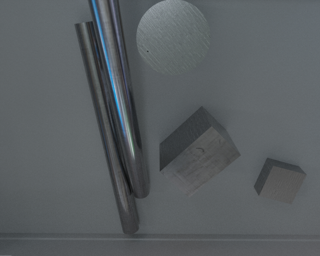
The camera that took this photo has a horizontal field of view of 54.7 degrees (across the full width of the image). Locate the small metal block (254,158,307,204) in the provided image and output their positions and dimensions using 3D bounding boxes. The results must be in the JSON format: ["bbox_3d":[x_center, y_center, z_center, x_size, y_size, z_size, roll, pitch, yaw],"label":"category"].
[{"bbox_3d":[0.170,0.076,0.442,0.050,0.025,0.050,15,109,-6],"label":"small metal block"}]

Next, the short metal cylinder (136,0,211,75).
[{"bbox_3d":[0.014,-0.105,0.359,0.081,0.050,0.079,0,110,-1],"label":"short metal cylinder"}]

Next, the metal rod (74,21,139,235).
[{"bbox_3d":[-0.066,0.014,0.415,0.025,0.025,0.298,-8,110,2],"label":"metal rod"}]

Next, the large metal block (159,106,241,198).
[{"bbox_3d":[0.046,0.027,0.393,0.080,0.080,0.050,-43,105,14],"label":"large metal block"}]

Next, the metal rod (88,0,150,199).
[{"bbox_3d":[-0.038,-0.016,0.344,0.025,0.025,0.298,-5,134,1],"label":"metal rod"}]
